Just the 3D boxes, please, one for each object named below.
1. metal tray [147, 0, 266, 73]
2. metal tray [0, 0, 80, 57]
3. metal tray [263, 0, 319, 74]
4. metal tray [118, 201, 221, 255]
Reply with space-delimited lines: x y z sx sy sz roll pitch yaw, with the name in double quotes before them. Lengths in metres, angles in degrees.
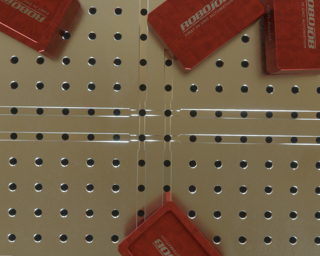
"metal tray" 0.060 -0.147 0.412 0.130 0.030 0.090 -37 90 0
"metal tray" -0.185 -0.165 0.408 0.130 0.030 0.090 29 90 -1
"metal tray" 0.187 -0.139 0.408 0.091 0.030 0.129 -3 90 -7
"metal tray" 0.022 0.169 0.386 0.090 0.030 0.130 -39 77 -15
